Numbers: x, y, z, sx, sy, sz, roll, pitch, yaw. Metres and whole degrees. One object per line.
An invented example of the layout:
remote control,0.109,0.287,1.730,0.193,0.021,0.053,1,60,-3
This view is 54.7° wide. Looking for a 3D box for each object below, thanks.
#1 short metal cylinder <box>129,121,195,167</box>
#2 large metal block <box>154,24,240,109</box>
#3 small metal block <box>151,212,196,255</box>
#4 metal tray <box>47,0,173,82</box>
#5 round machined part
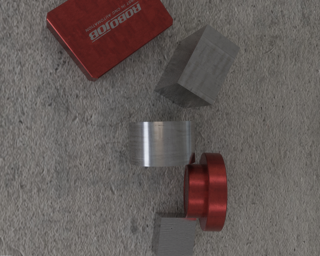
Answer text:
short metal cylinder,0.002,0.017,0.381,0.081,0.080,0.050,-2,91,-20
large metal block,0.044,-0.074,0.396,0.050,0.080,0.080,30,80,-18
small metal block,0.018,0.142,0.416,0.050,0.025,0.050,7,88,-20
metal tray,-0.060,-0.131,0.384,0.130,0.030,0.090,-40,103,-16
round machined part,0.054,0.080,0.394,0.042,0.098,0.097,2,90,-1
